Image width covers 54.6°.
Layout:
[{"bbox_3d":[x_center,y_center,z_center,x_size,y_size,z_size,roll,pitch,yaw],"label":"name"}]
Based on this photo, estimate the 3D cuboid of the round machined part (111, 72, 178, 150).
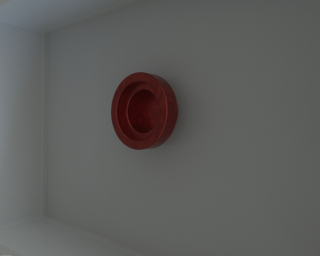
[{"bbox_3d":[-0.016,-0.021,0.406,0.098,0.042,0.097,0,90,40],"label":"round machined part"}]
